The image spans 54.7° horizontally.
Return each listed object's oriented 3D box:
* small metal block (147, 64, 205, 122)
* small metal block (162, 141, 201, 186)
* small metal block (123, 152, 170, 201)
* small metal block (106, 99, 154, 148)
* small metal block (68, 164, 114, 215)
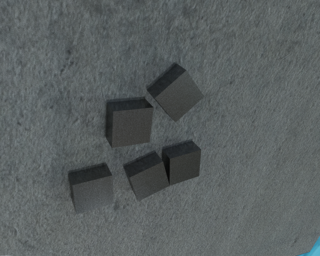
[{"bbox_3d":[0.020,-0.044,0.393,0.050,0.025,0.050,-42,130,0],"label":"small metal block"},{"bbox_3d":[0.031,0.052,0.458,0.050,0.025,0.050,-14,125,-21],"label":"small metal block"},{"bbox_3d":[-0.018,0.069,0.441,0.050,0.025,0.050,-24,128,-14],"label":"small metal block"},{"bbox_3d":[-0.038,-0.006,0.383,0.050,0.025,0.050,-8,122,-25],"label":"small metal block"},{"bbox_3d":[-0.090,0.081,0.409,0.050,0.025,0.050,-12,124,-23],"label":"small metal block"}]
